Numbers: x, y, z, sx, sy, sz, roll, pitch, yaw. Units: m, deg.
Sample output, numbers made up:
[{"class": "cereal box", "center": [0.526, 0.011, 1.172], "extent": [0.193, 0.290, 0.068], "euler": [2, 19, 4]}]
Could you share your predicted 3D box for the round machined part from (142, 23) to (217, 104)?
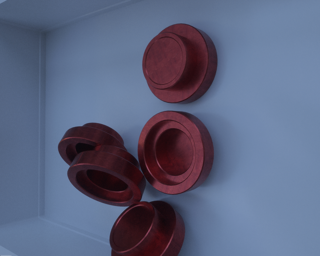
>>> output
[{"class": "round machined part", "center": [0.017, -0.079, 0.380], "extent": [0.098, 0.042, 0.097], "euler": [0, 90, 39]}]

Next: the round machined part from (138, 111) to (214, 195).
[{"class": "round machined part", "center": [0.023, 0.028, 0.375], "extent": [0.098, 0.042, 0.097], "euler": [0, 90, 39]}]

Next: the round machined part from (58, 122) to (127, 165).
[{"class": "round machined part", "center": [-0.091, 0.030, 0.445], "extent": [0.098, 0.098, 0.042], "euler": [-20, 37, 38]}]

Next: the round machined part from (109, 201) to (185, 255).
[{"class": "round machined part", "center": [-0.022, 0.129, 0.376], "extent": [0.098, 0.042, 0.098], "euler": [-30, 28, 19]}]

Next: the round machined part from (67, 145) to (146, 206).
[{"class": "round machined part", "center": [-0.065, 0.059, 0.402], "extent": [0.098, 0.098, 0.042], "euler": [-20, 37, 38]}]
